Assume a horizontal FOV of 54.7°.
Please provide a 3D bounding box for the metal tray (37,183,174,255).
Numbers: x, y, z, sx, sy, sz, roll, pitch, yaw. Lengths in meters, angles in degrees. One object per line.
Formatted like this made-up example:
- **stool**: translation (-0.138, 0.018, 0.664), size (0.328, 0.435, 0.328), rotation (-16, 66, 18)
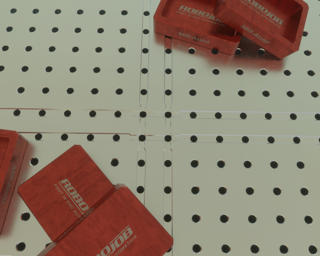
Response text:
- **metal tray**: translation (-0.061, 0.137, 0.341), size (0.130, 0.030, 0.090), rotation (-41, 98, -14)

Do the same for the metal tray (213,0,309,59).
- **metal tray**: translation (0.149, -0.170, 0.446), size (0.131, 0.030, 0.090), rotation (26, 70, -16)

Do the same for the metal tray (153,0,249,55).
- **metal tray**: translation (0.065, -0.173, 0.473), size (0.131, 0.030, 0.090), rotation (19, 71, 6)

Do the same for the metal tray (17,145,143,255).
- **metal tray**: translation (-0.094, 0.096, 0.373), size (0.090, 0.030, 0.130), rotation (-39, 75, -13)

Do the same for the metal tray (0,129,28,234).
- **metal tray**: translation (-0.230, 0.064, 0.382), size (0.091, 0.030, 0.130), rotation (7, 70, 2)
